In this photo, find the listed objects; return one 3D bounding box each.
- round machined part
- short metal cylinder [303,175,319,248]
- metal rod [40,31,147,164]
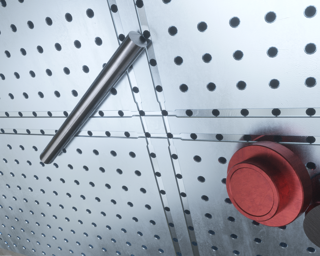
[{"bbox_3d":[0.115,0.067,0.355,0.098,0.042,0.097,19,116,46],"label":"round machined part"},{"bbox_3d":[0.204,0.095,0.344,0.080,0.050,0.079,12,124,18],"label":"short metal cylinder"},{"bbox_3d":[-0.112,-0.025,0.452,0.025,0.025,0.299,45,129,-4],"label":"metal rod"}]
